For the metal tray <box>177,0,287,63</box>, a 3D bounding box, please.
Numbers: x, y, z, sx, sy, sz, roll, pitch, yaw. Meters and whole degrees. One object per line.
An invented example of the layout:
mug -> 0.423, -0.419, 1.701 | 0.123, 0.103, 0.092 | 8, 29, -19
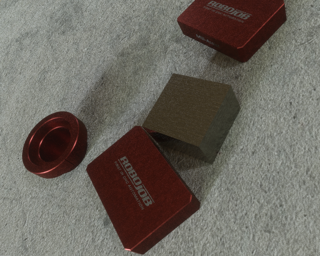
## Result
metal tray -> 0.099, -0.156, 0.444 | 0.090, 0.030, 0.130 | -46, 52, -5

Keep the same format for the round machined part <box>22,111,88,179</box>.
round machined part -> -0.146, 0.028, 0.450 | 0.098, 0.042, 0.098 | -13, 56, 20

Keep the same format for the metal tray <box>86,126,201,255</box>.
metal tray -> -0.025, 0.069, 0.371 | 0.090, 0.030, 0.130 | -39, 51, 1

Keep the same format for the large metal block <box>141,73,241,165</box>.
large metal block -> 0.039, -0.013, 0.375 | 0.080, 0.050, 0.080 | 19, 72, 35
